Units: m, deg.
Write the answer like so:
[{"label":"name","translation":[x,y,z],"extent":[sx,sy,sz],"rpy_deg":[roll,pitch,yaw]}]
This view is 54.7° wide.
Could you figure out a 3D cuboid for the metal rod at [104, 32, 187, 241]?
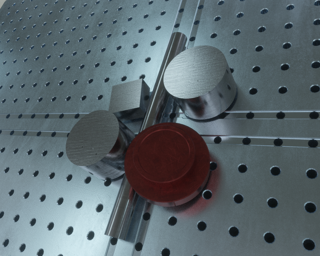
[{"label":"metal rod","translation":[-0.011,-0.006,0.413],"extent":[0.025,0.025,0.300],"rpy_deg":[3,63,29]}]

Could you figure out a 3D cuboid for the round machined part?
[{"label":"round machined part","translation":[0.007,0.036,0.351],"extent":[0.098,0.042,0.098],"rpy_deg":[-4,62,8]}]

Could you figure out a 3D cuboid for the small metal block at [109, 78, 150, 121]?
[{"label":"small metal block","translation":[-0.044,-0.040,0.450],"extent":[0.050,0.025,0.050],"rpy_deg":[-10,57,22]}]

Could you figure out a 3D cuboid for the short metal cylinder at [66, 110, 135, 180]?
[{"label":"short metal cylinder","translation":[-0.076,0.023,0.413],"extent":[0.080,0.050,0.080],"rpy_deg":[-13,56,21]}]

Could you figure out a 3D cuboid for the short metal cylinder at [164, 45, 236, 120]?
[{"label":"short metal cylinder","translation":[0.051,-0.058,0.395],"extent":[0.080,0.050,0.080],"rpy_deg":[-13,56,21]}]
